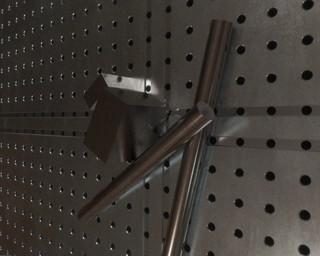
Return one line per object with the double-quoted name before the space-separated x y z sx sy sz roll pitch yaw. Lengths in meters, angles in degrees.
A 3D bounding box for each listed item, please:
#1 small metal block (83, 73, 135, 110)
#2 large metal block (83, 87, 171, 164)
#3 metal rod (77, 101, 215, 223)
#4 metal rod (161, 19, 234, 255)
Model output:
"small metal block" -0.075 -0.051 0.452 0.050 0.050 0.025 -44 64 31
"large metal block" -0.043 -0.004 0.407 0.050 0.081 0.079 35 111 34
"metal rod" -0.037 0.063 0.418 0.299 0.025 0.025 -43 64 37
"metal rod" 0.042 0.025 0.373 0.025 0.025 0.298 18 101 38
